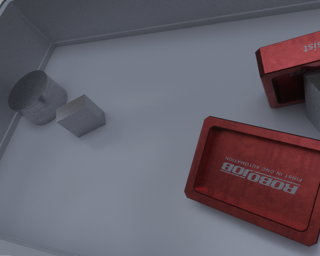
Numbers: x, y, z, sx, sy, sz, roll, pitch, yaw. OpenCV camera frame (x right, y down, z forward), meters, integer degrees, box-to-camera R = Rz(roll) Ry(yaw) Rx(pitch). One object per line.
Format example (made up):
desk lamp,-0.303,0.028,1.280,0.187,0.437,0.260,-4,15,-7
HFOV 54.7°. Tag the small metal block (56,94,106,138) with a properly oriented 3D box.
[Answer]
small metal block,-0.117,-0.017,0.459,0.050,0.050,0.025,-25,53,12

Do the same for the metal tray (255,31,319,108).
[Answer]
metal tray,0.170,-0.062,0.308,0.130,0.090,0.030,-12,68,22

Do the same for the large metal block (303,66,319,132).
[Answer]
large metal block,0.180,-0.013,0.284,0.050,0.080,0.080,-30,52,9

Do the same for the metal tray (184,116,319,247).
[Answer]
metal tray,0.096,0.045,0.305,0.130,0.030,0.090,15,89,33

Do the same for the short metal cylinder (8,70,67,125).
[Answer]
short metal cylinder,-0.207,-0.051,0.527,0.080,0.050,0.080,-13,56,20
